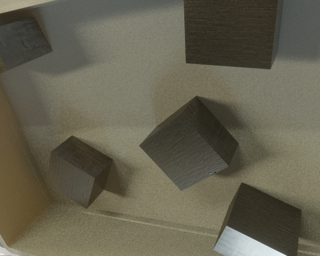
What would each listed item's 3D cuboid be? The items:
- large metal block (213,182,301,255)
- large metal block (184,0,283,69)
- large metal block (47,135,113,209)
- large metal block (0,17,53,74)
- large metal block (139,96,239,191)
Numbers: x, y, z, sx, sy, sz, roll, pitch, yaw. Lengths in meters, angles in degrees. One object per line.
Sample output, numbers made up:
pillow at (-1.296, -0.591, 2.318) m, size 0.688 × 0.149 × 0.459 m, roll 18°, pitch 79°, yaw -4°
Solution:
large metal block at (0.123, 0.127, 0.387) m, size 0.080 × 0.080 × 0.050 m, roll 24°, pitch 127°, yaw 13°
large metal block at (0.070, -0.104, 0.291) m, size 0.080 × 0.050 × 0.079 m, roll 9°, pitch 123°, yaw 23°
large metal block at (-0.132, 0.072, 0.507) m, size 0.080 × 0.050 × 0.079 m, roll 29°, pitch 128°, yaw 9°
large metal block at (-0.211, -0.105, 0.420) m, size 0.080 × 0.080 × 0.050 m, roll -10°, pitch 113°, yaw 32°
large metal block at (0.036, 0.021, 0.386) m, size 0.080 × 0.050 × 0.080 m, roll 48°, pitch 129°, yaw -6°
